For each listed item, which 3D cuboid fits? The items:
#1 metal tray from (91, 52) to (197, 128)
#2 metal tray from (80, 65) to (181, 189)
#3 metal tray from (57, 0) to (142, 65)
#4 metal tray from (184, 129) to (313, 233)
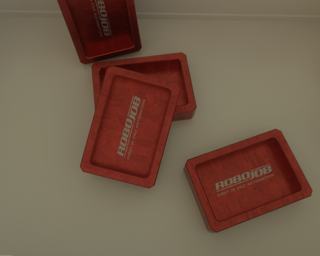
[{"bbox_3d":[-0.023,-0.051,0.425,0.131,0.030,0.090,-8,70,-3],"label":"metal tray"},{"bbox_3d":[-0.035,-0.001,0.379,0.091,0.030,0.129,15,89,-3],"label":"metal tray"},{"bbox_3d":[-0.079,-0.152,0.407,0.091,0.129,0.030,-16,52,-6],"label":"metal tray"},{"bbox_3d":[0.106,0.064,0.384,0.131,0.030,0.090,-19,71,-7],"label":"metal tray"}]
